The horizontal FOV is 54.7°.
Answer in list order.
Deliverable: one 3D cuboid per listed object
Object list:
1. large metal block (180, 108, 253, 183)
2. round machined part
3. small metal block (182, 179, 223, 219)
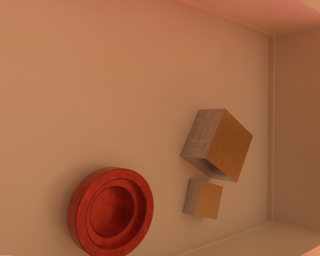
[{"bbox_3d":[0.087,0.026,0.466,0.080,0.050,0.080,38,67,-34],"label":"large metal block"},{"bbox_3d":[-0.058,0.092,0.349,0.099,0.042,0.097,0,90,-40],"label":"round machined part"},{"bbox_3d":[0.065,0.107,0.464,0.050,0.025,0.050,21,77,-38],"label":"small metal block"}]
